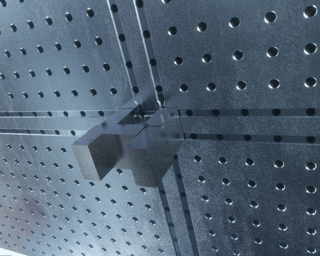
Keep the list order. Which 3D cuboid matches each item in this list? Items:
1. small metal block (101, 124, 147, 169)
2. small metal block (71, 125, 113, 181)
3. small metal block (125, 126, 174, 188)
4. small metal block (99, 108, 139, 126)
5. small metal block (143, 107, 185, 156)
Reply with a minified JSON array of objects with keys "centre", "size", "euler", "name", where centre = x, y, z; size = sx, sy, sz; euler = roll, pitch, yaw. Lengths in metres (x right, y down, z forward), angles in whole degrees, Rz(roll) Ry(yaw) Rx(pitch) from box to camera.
[{"centre":[-0.038,0.023,0.380],"size":[0.050,0.025,0.050],"euler":[1,119,27],"name":"small metal block"},{"centre":[-0.077,0.030,0.387],"size":[0.025,0.050,0.050],"euler":[1,118,28],"name":"small metal block"},{"centre":[-0.010,0.031,0.352],"size":[0.025,0.050,0.050],"euler":[1,118,28],"name":"small metal block"},{"centre":[-0.052,0.007,0.424],"size":[0.025,0.050,0.050],"euler":[1,119,27],"name":"small metal block"},{"centre":[0.006,0.007,0.394],"size":[0.025,0.050,0.050],"euler":[-1,118,28],"name":"small metal block"}]
